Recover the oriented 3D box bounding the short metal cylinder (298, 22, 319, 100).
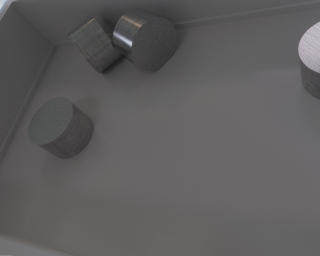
[{"bbox_3d":[0.194,-0.074,0.333,0.080,0.050,0.080,-13,56,21],"label":"short metal cylinder"}]

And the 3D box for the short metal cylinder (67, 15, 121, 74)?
[{"bbox_3d":[-0.105,-0.137,0.510,0.050,0.080,0.080,-38,51,3],"label":"short metal cylinder"}]

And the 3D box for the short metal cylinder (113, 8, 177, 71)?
[{"bbox_3d":[-0.022,-0.132,0.463,0.080,0.080,0.050,-46,51,-4],"label":"short metal cylinder"}]

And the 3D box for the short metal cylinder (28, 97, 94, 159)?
[{"bbox_3d":[-0.149,0.000,0.468,0.080,0.050,0.080,-13,56,21],"label":"short metal cylinder"}]
